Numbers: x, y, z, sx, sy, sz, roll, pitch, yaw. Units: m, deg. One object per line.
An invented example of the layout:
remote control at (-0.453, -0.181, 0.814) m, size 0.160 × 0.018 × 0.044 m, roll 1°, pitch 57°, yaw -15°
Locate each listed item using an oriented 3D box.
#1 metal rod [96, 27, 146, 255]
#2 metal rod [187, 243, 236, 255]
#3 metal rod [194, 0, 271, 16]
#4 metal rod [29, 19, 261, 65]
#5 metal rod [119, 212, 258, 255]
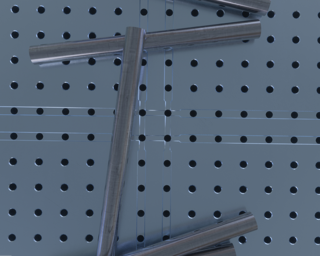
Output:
metal rod at (-0.051, 0.024, 0.399) m, size 0.025 × 0.025 × 0.298 m, roll 8°, pitch 95°, yaw -1°
metal rod at (-0.049, 0.195, 0.412) m, size 0.302 × 0.025 × 0.025 m, roll -11°, pitch 90°, yaw -1°
metal rod at (-0.004, -0.195, 0.413) m, size 0.302 × 0.025 × 0.025 m, roll 12°, pitch 90°, yaw -1°
metal rod at (-0.019, -0.115, 0.413) m, size 0.302 × 0.025 × 0.025 m, roll -7°, pitch 90°, yaw -1°
metal rod at (-0.019, 0.167, 0.398) m, size 0.302 × 0.025 × 0.025 m, roll -17°, pitch 90°, yaw -6°
